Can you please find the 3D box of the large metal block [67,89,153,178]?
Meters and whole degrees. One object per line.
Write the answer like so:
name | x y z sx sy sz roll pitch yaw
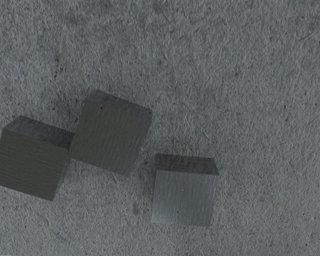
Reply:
large metal block | -0.062 0.006 0.398 0.080 0.050 0.079 20 109 -8

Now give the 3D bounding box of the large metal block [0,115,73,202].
large metal block | -0.164 0.039 0.409 0.080 0.050 0.079 20 109 -7

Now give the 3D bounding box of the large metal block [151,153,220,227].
large metal block | 0.032 0.085 0.428 0.081 0.050 0.079 5 110 -2
